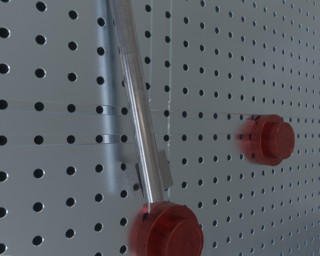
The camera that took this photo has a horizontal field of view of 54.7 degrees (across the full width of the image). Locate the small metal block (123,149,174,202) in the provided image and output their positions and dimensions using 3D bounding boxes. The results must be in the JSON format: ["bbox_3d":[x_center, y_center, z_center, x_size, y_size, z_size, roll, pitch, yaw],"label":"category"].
[{"bbox_3d":[-0.014,0.059,0.397,0.050,0.025,0.050,-23,105,-38],"label":"small metal block"}]

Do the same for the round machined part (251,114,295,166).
[{"bbox_3d":[0.216,0.023,0.579,0.099,0.042,0.097,0,90,-40],"label":"round machined part"}]

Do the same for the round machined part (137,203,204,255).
[{"bbox_3d":[0.021,0.153,0.416,0.099,0.042,0.097,0,90,-40],"label":"round machined part"}]

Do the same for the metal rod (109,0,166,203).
[{"bbox_3d":[-0.031,-0.062,0.363,0.025,0.025,0.298,-11,91,-40],"label":"metal rod"}]
